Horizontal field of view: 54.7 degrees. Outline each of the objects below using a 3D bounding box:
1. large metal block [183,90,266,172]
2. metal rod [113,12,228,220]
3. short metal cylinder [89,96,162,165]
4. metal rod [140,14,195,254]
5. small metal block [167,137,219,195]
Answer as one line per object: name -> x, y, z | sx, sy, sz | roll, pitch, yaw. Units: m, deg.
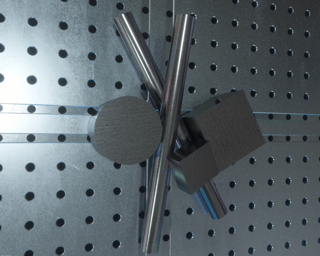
large metal block -> 0.085, 0.003, 0.426 | 0.080, 0.050, 0.080 | -29, 100, -18
metal rod -> 0.018, -0.009, 0.415 | 0.025, 0.025, 0.299 | -30, 100, -18
short metal cylinder -> -0.044, 0.003, 0.380 | 0.081, 0.050, 0.079 | 0, 90, -21
metal rod -> 0.008, 0.011, 0.391 | 0.025, 0.025, 0.298 | 7, 96, -20
small metal block -> 0.042, 0.047, 0.391 | 0.050, 0.025, 0.050 | -31, 116, -25
